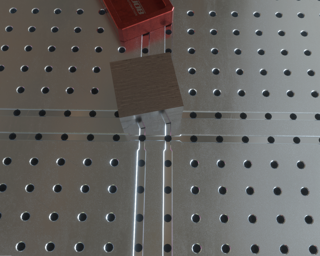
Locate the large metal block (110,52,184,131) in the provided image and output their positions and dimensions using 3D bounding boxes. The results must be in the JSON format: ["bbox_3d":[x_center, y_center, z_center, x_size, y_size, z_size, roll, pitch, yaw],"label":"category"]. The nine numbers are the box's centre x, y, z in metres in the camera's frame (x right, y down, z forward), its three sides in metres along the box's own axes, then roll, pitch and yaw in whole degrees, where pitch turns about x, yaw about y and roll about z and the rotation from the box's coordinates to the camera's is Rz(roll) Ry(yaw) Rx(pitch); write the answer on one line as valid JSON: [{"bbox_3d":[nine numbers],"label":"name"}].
[{"bbox_3d":[-0.018,-0.048,0.416,0.081,0.050,0.080,-11,71,-4],"label":"large metal block"}]

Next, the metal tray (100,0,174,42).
[{"bbox_3d":[-0.046,-0.207,0.484,0.091,0.030,0.130,-24,72,-9],"label":"metal tray"}]
